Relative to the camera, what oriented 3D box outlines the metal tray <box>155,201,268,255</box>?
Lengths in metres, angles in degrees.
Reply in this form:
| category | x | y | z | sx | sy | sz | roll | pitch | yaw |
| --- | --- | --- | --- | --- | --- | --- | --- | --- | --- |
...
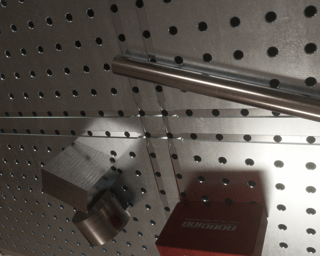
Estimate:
| category | x | y | z | sx | sy | sz | roll | pitch | yaw |
| --- | --- | --- | --- | --- | --- | --- | --- | --- | --- |
| metal tray | 0.070 | 0.141 | 0.418 | 0.130 | 0.090 | 0.030 | -6 | 115 | 30 |

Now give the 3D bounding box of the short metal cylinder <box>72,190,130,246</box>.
| category | x | y | z | sx | sy | sz | roll | pitch | yaw |
| --- | --- | --- | --- | --- | --- | --- | --- | --- | --- |
| short metal cylinder | -0.098 | 0.148 | 0.517 | 0.080 | 0.080 | 0.050 | -23 | 106 | 36 |

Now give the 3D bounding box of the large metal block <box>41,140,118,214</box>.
| category | x | y | z | sx | sy | sz | roll | pitch | yaw |
| --- | --- | --- | --- | --- | --- | --- | --- | --- | --- |
| large metal block | -0.124 | 0.074 | 0.484 | 0.080 | 0.080 | 0.050 | 22 | 127 | 14 |

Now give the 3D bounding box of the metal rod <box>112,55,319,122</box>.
| category | x | y | z | sx | sy | sz | roll | pitch | yaw |
| --- | --- | --- | --- | --- | --- | --- | --- | --- | --- |
| metal rod | 0.083 | -0.041 | 0.341 | 0.301 | 0.025 | 0.025 | 16 | 125 | 18 |
